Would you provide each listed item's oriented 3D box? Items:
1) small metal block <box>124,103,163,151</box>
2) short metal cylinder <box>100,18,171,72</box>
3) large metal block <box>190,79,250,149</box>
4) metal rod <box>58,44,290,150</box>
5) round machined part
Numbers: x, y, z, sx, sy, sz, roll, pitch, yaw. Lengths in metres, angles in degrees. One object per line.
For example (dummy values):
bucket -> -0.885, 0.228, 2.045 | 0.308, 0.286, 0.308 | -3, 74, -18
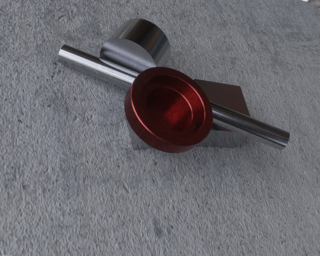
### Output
small metal block -> -0.019, -0.006, 0.384 | 0.025, 0.050, 0.050 | -2, 63, -30
short metal cylinder -> -0.032, -0.097, 0.413 | 0.080, 0.080, 0.050 | 33, 51, -8
large metal block -> 0.080, -0.018, 0.446 | 0.081, 0.050, 0.080 | 4, 60, -27
metal rod -> 0.016, -0.039, 0.391 | 0.301, 0.025, 0.025 | 22, 52, 2
round machined part -> 0.006, -0.016, 0.346 | 0.099, 0.042, 0.098 | 13, 57, -22
